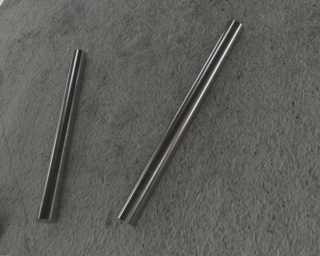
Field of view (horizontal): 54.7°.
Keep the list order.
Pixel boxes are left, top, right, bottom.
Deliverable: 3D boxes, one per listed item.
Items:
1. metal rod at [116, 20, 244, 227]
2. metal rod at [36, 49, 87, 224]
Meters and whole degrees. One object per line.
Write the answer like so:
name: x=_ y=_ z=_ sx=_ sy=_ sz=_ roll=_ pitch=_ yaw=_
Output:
metal rod: x=0.033 y=-0.017 z=0.396 sx=0.025 sy=0.025 sz=0.300 roll=19 pitch=72 yaw=35
metal rod: x=-0.148 y=-0.005 z=0.484 sx=0.025 sy=0.025 sz=0.299 roll=-13 pitch=56 yaw=21
